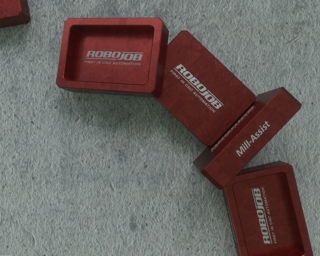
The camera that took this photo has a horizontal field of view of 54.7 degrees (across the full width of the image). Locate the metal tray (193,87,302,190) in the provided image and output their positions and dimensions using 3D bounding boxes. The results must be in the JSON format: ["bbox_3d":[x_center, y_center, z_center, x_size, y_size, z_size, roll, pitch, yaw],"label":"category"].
[{"bbox_3d":[0.100,0.011,0.378,0.030,0.090,0.130,44,90,0],"label":"metal tray"}]

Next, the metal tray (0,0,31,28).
[{"bbox_3d":[-0.247,-0.175,0.405,0.131,0.030,0.089,-10,90,0],"label":"metal tray"}]

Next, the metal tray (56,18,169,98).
[{"bbox_3d":[-0.060,-0.088,0.385,0.130,0.030,0.089,6,86,16],"label":"metal tray"}]

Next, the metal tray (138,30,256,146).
[{"bbox_3d":[0.047,-0.051,0.408,0.130,0.030,0.090,44,90,0],"label":"metal tray"}]

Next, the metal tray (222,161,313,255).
[{"bbox_3d":[0.138,0.116,0.408,0.091,0.030,0.129,-13,90,0],"label":"metal tray"}]
